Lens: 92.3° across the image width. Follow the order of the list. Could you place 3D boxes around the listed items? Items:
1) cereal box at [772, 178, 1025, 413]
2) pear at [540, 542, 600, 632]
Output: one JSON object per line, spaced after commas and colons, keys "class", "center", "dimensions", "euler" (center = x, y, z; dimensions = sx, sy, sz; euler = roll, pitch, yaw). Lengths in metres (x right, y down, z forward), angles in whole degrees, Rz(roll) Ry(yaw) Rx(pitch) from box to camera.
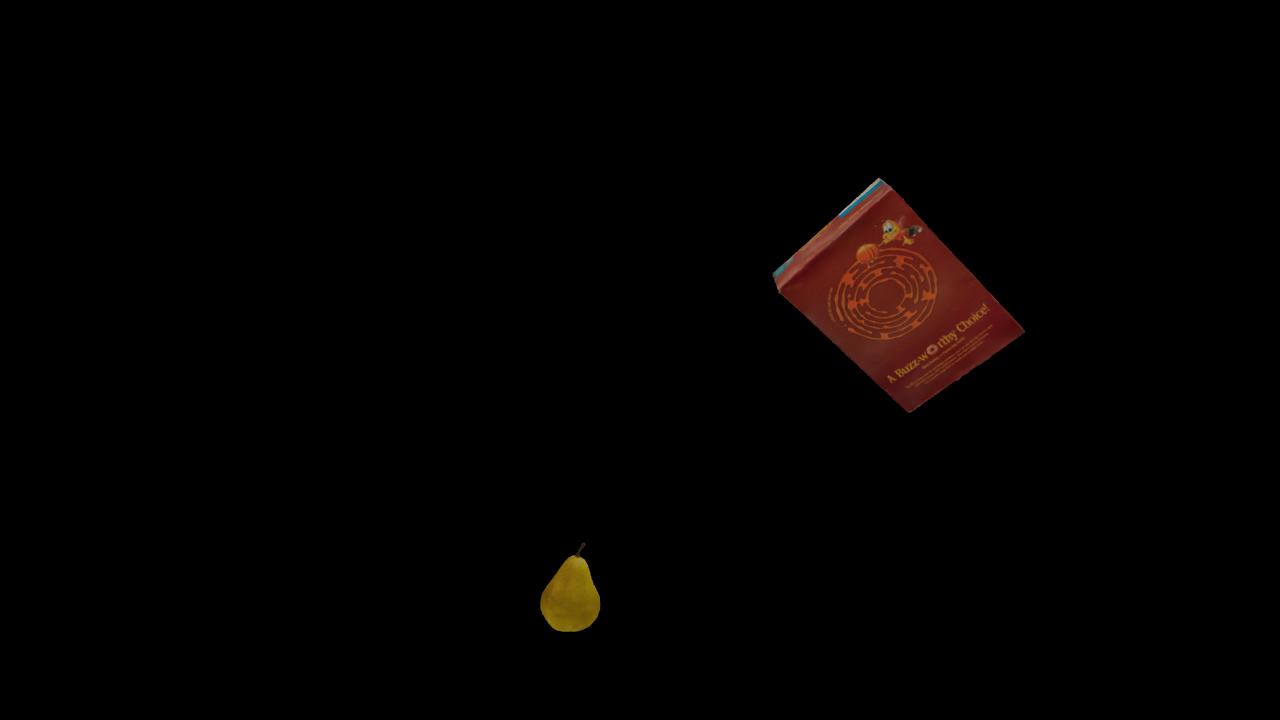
{"class": "cereal box", "center": [0.375, -0.087, 0.907], "dimensions": [0.306, 0.203, 0.081], "euler": [40, 25, -13]}
{"class": "pear", "center": [-0.093, 0.301, 0.822], "dimensions": [0.080, 0.111, 0.080], "euler": [-2, -1, 0]}
